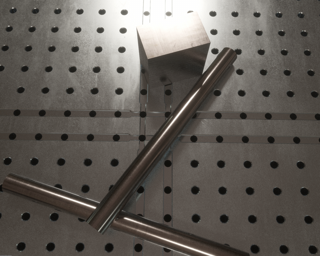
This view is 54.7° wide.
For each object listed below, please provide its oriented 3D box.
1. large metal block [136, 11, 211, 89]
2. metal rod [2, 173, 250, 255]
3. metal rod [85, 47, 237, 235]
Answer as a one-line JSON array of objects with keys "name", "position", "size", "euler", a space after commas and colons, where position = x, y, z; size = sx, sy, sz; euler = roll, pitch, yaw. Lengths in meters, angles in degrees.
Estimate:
[{"name": "large metal block", "position": [0.016, -0.103, 0.420], "size": [0.081, 0.080, 0.050], "euler": [-16, 71, -6]}, {"name": "metal rod", "position": [-0.045, 0.112, 0.370], "size": [0.301, 0.025, 0.025], "euler": [17, 71, 5]}, {"name": "metal rod", "position": [0.015, 0.001, 0.396], "size": [0.025, 0.025, 0.301], "euler": [34, 68, 11]}]
